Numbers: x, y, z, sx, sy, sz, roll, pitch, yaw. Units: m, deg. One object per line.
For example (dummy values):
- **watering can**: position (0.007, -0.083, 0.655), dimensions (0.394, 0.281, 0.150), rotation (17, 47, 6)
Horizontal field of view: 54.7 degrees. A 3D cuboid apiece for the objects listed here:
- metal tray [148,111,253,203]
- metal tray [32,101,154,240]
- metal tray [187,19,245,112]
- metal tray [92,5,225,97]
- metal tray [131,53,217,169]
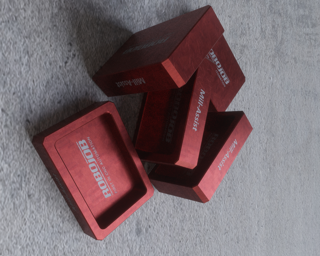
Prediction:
- **metal tray**: position (0.054, 0.032, 0.411), dimensions (0.130, 0.090, 0.030), rotation (-51, 121, -28)
- **metal tray**: position (-0.068, 0.046, 0.347), dimensions (0.091, 0.030, 0.129), rotation (-36, 112, -34)
- **metal tray**: position (0.073, -0.094, 0.466), dimensions (0.090, 0.030, 0.130), rotation (-52, 121, -27)
- **metal tray**: position (-0.007, -0.078, 0.334), dimensions (0.030, 0.130, 0.090), rotation (52, 59, -28)
- **metal tray**: position (0.014, -0.020, 0.377), dimensions (0.030, 0.090, 0.129), rotation (21, 77, -39)
